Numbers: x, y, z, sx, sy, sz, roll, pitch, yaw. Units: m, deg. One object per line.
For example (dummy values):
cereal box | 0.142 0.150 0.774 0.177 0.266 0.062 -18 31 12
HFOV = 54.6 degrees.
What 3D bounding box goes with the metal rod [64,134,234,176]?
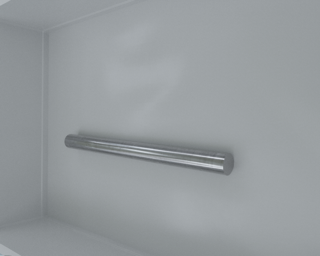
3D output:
metal rod | -0.039 0.032 0.440 0.300 0.025 0.025 4 93 40
